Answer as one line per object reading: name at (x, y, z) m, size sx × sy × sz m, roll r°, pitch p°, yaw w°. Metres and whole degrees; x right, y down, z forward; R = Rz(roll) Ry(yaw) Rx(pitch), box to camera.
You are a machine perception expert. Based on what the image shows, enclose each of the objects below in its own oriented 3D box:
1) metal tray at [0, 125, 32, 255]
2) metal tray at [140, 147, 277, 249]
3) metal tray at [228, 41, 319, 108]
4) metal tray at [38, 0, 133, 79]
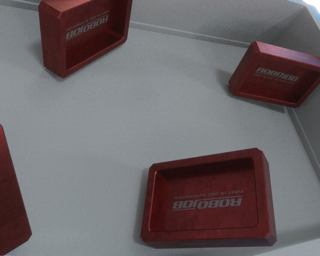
metal tray at (-0.152, 0.058, 0.223) m, size 0.030 × 0.129 × 0.091 m, roll 33°, pitch 44°, yaw 33°
metal tray at (0.047, 0.075, 0.324) m, size 0.030 × 0.130 × 0.090 m, roll 49°, pitch 38°, yaw -45°
metal tray at (0.191, -0.083, 0.506) m, size 0.131 × 0.089 × 0.030 m, roll 10°, pitch 48°, yaw -14°
metal tray at (-0.089, -0.130, 0.393) m, size 0.030 × 0.089 × 0.131 m, roll 33°, pitch 49°, yaw 14°
